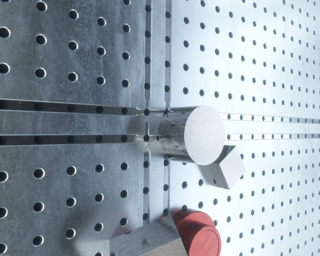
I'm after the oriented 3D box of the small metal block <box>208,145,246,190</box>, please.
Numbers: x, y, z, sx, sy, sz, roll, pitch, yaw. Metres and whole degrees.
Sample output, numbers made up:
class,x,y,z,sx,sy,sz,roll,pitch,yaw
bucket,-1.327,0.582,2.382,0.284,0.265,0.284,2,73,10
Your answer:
class,x,y,z,sx,sy,sz,roll,pitch,yaw
small metal block,0.108,0.062,0.500,0.050,0.025,0.050,-39,114,-33

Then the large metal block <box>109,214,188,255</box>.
class,x,y,z,sx,sy,sz,roll,pitch,yaw
large metal block,-0.006,0.163,0.365,0.080,0.050,0.080,-21,106,-5

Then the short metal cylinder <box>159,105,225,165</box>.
class,x,y,z,sx,sy,sz,roll,pitch,yaw
short metal cylinder,0.045,0.009,0.431,0.081,0.050,0.079,0,90,-40

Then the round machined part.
class,x,y,z,sx,sy,sz,roll,pitch,yaw
round machined part,0.050,0.168,0.440,0.099,0.042,0.097,0,90,-40
